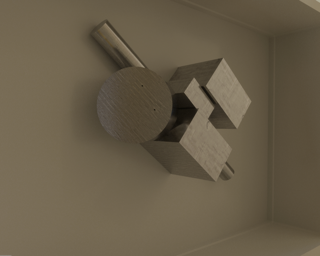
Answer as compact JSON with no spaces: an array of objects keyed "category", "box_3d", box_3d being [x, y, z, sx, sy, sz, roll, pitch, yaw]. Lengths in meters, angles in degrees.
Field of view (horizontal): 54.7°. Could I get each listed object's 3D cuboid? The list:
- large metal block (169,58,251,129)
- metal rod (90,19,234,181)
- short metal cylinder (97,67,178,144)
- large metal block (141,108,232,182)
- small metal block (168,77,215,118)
[{"category":"large metal block","box_3d":[0.064,-0.044,0.426,0.080,0.080,0.050,48,61,-30]},{"category":"metal rod","box_3d":[0.020,-0.020,0.425,0.300,0.025,0.025,47,62,-30]},{"category":"short metal cylinder","box_3d":[-0.022,-0.024,0.344,0.050,0.080,0.079,3,88,-80]},{"category":"large metal block","box_3d":[0.031,0.021,0.398,0.080,0.080,0.050,47,62,-30]},{"category":"small metal block","box_3d":[0.032,-0.034,0.387,0.050,0.050,0.025,48,61,-30]}]
